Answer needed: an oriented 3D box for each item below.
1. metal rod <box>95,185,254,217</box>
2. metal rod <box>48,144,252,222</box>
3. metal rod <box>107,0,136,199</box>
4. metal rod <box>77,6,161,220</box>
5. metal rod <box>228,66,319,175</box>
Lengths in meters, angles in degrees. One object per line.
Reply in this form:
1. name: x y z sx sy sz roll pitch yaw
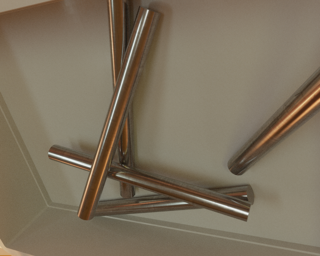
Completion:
1. metal rod: -0.004 0.118 0.482 0.300 0.025 0.025 -15 111 33
2. metal rod: -0.028 0.070 0.431 0.301 0.025 0.025 13 124 20
3. metal rod: -0.049 -0.022 0.419 0.025 0.025 0.298 14 124 20
4. metal rod: -0.060 -0.001 0.394 0.025 0.025 0.298 26 114 11
5. metal rod: 0.122 -0.021 0.259 0.025 0.025 0.299 32 151 7
